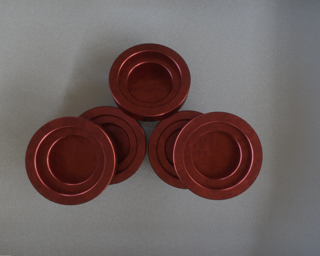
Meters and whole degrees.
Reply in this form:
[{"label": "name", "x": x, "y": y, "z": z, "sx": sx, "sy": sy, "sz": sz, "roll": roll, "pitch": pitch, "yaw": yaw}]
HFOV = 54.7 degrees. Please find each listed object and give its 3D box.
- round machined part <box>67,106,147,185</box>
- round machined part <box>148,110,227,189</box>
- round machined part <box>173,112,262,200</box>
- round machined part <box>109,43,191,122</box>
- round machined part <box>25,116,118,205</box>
[{"label": "round machined part", "x": -0.066, "y": 0.022, "z": 0.401, "sx": 0.099, "sy": 0.042, "sz": 0.097, "roll": 0, "pitch": 90, "yaw": 0}, {"label": "round machined part", "x": 0.034, "y": 0.027, "z": 0.402, "sx": 0.099, "sy": 0.042, "sz": 0.097, "roll": 0, "pitch": 90, "yaw": 0}, {"label": "round machined part", "x": 0.064, "y": 0.031, "z": 0.360, "sx": 0.099, "sy": 0.042, "sz": 0.097, "roll": 0, "pitch": 90, "yaw": 0}, {"label": "round machined part", "x": -0.013, "y": -0.053, "z": 0.391, "sx": 0.099, "sy": 0.042, "sz": 0.098, "roll": 1, "pitch": 72, "yaw": -1}, {"label": "round machined part", "x": -0.098, "y": 0.036, "z": 0.359, "sx": 0.099, "sy": 0.042, "sz": 0.097, "roll": 0, "pitch": 90, "yaw": 0}]
